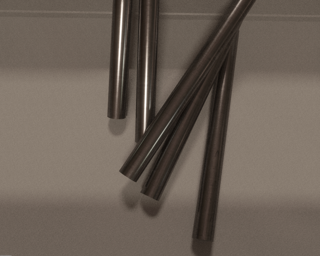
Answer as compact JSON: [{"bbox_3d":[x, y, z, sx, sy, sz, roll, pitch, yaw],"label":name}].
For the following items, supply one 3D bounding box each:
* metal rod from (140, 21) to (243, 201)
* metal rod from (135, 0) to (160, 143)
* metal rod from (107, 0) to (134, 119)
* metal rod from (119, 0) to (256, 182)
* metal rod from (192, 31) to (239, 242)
[{"bbox_3d":[0.052,-0.047,0.411,0.025,0.025,0.299,24,77,8],"label":"metal rod"},{"bbox_3d":[-0.014,-0.128,0.378,0.025,0.025,0.298,3,101,0],"label":"metal rod"},{"bbox_3d":[-0.045,-0.158,0.377,0.025,0.025,0.298,6,106,2],"label":"metal rod"},{"bbox_3d":[0.043,-0.065,0.393,0.025,0.025,0.300,32,83,10],"label":"metal rod"},{"bbox_3d":[0.078,-0.007,0.413,0.025,0.025,0.299,10,70,3],"label":"metal rod"}]
